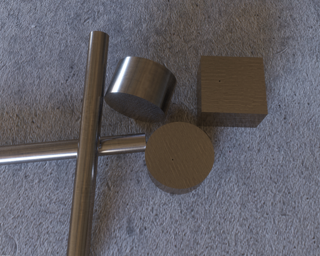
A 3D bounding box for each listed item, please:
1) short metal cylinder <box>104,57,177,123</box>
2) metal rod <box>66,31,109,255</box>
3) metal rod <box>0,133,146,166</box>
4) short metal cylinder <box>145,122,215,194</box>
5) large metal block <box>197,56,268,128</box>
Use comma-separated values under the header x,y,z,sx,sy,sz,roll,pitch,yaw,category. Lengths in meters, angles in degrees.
x,y,z,sx,sy,sz,roll,pitch,yaw,category
-0.024,-0.047,0.396,0.080,0.080,0.050,16,71,5,short metal cylinder
-0.086,0.028,0.371,0.025,0.025,0.299,3,80,1,metal rod
-0.168,0.032,0.394,0.302,0.025,0.025,-5,70,-2,metal rod
0.023,0.038,0.381,0.081,0.050,0.080,0,70,0,short metal cylinder
0.092,-0.047,0.413,0.081,0.050,0.080,2,70,0,large metal block
